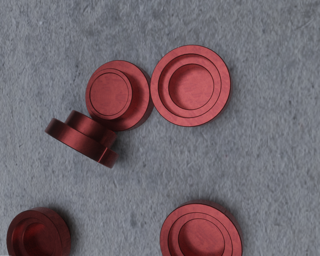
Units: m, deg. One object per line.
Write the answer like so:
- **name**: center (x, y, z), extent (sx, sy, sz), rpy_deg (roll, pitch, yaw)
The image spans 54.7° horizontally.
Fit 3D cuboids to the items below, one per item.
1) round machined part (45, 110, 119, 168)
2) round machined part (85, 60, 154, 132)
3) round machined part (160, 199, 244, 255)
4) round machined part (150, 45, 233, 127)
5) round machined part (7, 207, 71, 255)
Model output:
- **round machined part**: center (-0.095, 0.011, 0.406), extent (0.098, 0.098, 0.042), rpy_deg (27, 80, 17)
- **round machined part**: center (-0.060, -0.044, 0.420), extent (0.098, 0.042, 0.097), rpy_deg (0, 90, 19)
- **round machined part**: center (0.053, 0.136, 0.381), extent (0.098, 0.042, 0.097), rpy_deg (0, 90, 19)
- **round machined part**: center (0.041, -0.050, 0.385), extent (0.098, 0.042, 0.097), rpy_deg (0, 90, 19)
- **round machined part**: center (-0.173, 0.166, 0.459), extent (0.098, 0.042, 0.097), rpy_deg (0, 90, 19)
